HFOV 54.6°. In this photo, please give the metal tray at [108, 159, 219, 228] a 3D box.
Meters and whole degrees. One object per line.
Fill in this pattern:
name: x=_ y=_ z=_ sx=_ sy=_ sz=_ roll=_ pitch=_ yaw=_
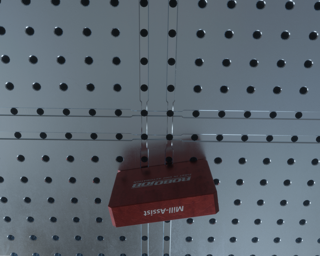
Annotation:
metal tray: x=0.005 y=0.083 z=0.409 sx=0.131 sy=0.090 sz=0.030 roll=-8 pitch=110 yaw=3
